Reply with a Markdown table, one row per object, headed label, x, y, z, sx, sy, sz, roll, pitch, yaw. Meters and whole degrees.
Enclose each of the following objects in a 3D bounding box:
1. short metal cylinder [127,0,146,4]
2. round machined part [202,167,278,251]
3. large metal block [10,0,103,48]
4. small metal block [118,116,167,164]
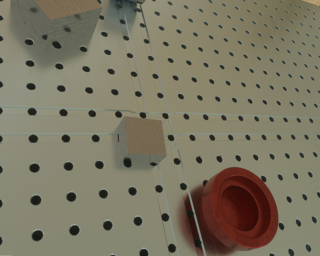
| label | x | y | z | sx | sy | sz | roll | pitch | yaw |
| --- | --- | --- | --- | --- | --- | --- | --- | --- | --- |
| short metal cylinder | -0.044 | -0.248 | 0.500 | 0.050 | 0.080 | 0.080 | 9 | 58 | -24 |
| round machined part | 0.094 | 0.102 | 0.386 | 0.099 | 0.042 | 0.098 | 14 | 56 | -21 |
| large metal block | -0.139 | -0.164 | 0.417 | 0.081 | 0.050 | 0.080 | -34 | 81 | -38 |
| small metal block | -0.023 | 0.016 | 0.386 | 0.050 | 0.025 | 0.050 | 6 | 59 | -25 |
